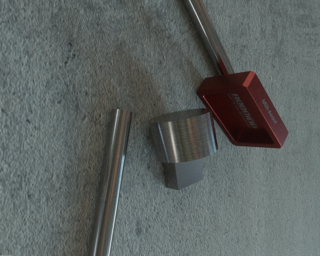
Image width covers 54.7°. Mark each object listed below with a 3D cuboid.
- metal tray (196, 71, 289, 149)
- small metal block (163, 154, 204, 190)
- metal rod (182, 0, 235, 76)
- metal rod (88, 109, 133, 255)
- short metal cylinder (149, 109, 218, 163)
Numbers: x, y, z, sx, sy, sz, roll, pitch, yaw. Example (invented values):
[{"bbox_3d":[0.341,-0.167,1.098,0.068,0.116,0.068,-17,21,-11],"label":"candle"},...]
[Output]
[{"bbox_3d":[0.125,-0.023,0.470,0.130,0.090,0.030,50,61,-29],"label":"metal tray"},{"bbox_3d":[0.032,0.054,0.434,0.050,0.025,0.050,-14,99,-39],"label":"small metal block"},{"bbox_3d":[0.094,-0.108,0.485,0.025,0.025,0.299,-47,118,-30],"label":"metal rod"},{"bbox_3d":[-0.066,0.127,0.351,0.025,0.025,0.298,14,81,-40],"label":"metal rod"},{"bbox_3d":[0.030,0.008,0.396,0.081,0.080,0.050,-19,102,-39],"label":"short metal cylinder"}]
